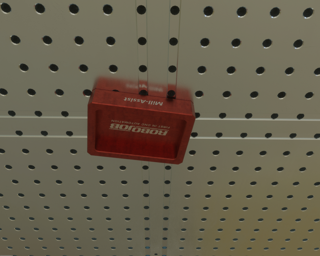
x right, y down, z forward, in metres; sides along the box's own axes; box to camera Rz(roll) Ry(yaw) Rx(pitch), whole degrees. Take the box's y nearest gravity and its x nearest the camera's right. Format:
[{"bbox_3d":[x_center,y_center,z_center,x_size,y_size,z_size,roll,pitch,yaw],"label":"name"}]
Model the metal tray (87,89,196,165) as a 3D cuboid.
[{"bbox_3d":[-0.027,0.001,0.408,0.131,0.030,0.089,7,130,-6],"label":"metal tray"}]
